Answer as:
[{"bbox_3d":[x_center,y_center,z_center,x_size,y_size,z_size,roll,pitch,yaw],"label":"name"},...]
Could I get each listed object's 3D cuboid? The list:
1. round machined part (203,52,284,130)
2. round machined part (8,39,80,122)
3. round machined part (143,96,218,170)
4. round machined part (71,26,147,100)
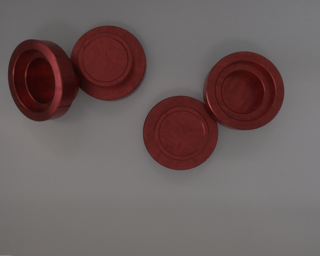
[{"bbox_3d":[0.104,-0.045,0.401,0.099,0.042,0.097,0,88,-4],"label":"round machined part"},{"bbox_3d":[-0.140,-0.059,0.387,0.098,0.042,0.097,7,103,30],"label":"round machined part"},{"bbox_3d":[0.027,0.007,0.403,0.099,0.042,0.097,0,90,0],"label":"round machined part"},{"bbox_3d":[-0.067,-0.085,0.402,0.099,0.042,0.097,0,90,0],"label":"round machined part"}]
